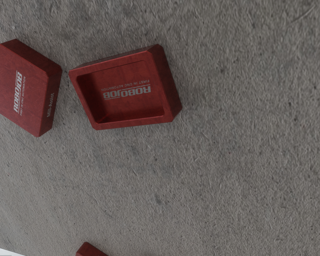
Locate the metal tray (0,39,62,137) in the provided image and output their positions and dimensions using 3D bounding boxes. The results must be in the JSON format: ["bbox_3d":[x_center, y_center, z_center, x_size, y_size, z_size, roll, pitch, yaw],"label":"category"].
[{"bbox_3d":[-0.205,-0.058,0.476,0.090,0.030,0.129,32,129,7],"label":"metal tray"}]

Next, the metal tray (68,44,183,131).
[{"bbox_3d":[-0.046,-0.047,0.398,0.130,0.030,0.090,-6,116,31],"label":"metal tray"}]

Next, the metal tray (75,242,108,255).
[{"bbox_3d":[-0.121,0.308,0.658,0.130,0.030,0.089,29,128,9],"label":"metal tray"}]
